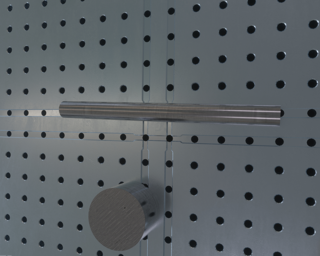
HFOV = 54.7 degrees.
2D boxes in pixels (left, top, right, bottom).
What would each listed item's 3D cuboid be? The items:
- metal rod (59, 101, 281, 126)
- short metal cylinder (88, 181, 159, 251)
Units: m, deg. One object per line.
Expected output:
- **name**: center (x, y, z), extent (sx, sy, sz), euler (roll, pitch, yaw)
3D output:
- **metal rod**: center (-0.001, -0.021, 0.412), extent (0.301, 0.025, 0.025), euler (3, 91, 19)
- **short metal cylinder**: center (-0.047, 0.116, 0.416), extent (0.080, 0.050, 0.079), euler (0, 90, 19)
